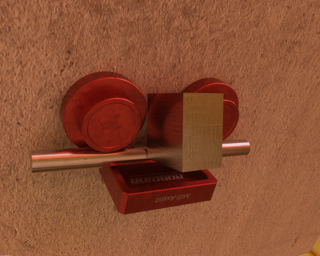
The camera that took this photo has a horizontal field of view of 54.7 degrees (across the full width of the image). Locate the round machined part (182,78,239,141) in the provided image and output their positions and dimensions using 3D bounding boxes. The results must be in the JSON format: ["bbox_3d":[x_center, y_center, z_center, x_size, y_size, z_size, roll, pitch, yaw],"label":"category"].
[{"bbox_3d":[0.069,-0.016,0.426,0.099,0.042,0.097,-14,125,-21],"label":"round machined part"}]

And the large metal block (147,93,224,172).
[{"bbox_3d":[0.026,0.000,0.354,0.050,0.080,0.079,-2,96,-28],"label":"large metal block"}]

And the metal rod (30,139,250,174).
[{"bbox_3d":[-0.004,0.033,0.401,0.303,0.025,0.025,-1,119,-28],"label":"metal rod"}]

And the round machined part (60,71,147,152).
[{"bbox_3d":[-0.060,-0.012,0.356,0.099,0.042,0.097,-14,125,-21],"label":"round machined part"}]

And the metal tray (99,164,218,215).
[{"bbox_3d":[-0.003,0.062,0.404,0.131,0.090,0.030,-1,119,-28],"label":"metal tray"}]
